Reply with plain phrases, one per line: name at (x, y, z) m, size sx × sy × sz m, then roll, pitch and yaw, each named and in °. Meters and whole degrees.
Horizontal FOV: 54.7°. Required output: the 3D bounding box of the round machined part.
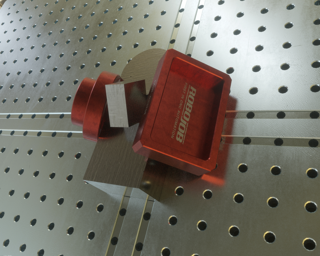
round machined part at (-0.089, -0.031, 0.422) m, size 0.042 × 0.098 × 0.098 m, roll 16°, pitch 66°, yaw -1°

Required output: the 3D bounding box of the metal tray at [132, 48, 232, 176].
metal tray at (0.030, -0.020, 0.365) m, size 0.030 × 0.091 × 0.130 m, roll 139°, pitch 150°, yaw -62°

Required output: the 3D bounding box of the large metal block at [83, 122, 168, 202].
large metal block at (-0.037, 0.040, 0.387) m, size 0.080 × 0.050 × 0.080 m, roll 2°, pitch 63°, yaw 29°

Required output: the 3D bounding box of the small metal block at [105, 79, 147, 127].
small metal block at (-0.039, -0.031, 0.377) m, size 0.025 × 0.050 × 0.050 m, roll 1°, pitch 105°, yaw 26°

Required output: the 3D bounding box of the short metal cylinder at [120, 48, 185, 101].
short metal cylinder at (-0.008, -0.064, 0.435) m, size 0.080 × 0.050 × 0.080 m, roll -13°, pitch 56°, yaw 21°
